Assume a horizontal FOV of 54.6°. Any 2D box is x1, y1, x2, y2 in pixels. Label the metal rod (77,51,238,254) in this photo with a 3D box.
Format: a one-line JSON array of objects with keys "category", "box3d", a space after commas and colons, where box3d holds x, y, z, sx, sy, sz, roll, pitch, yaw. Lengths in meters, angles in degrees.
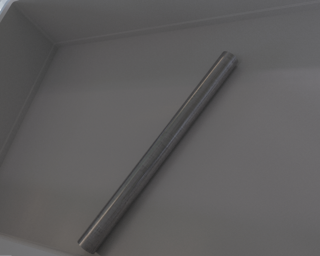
[{"category": "metal rod", "box3d": [0.003, 0.023, 0.390, 0.025, 0.025, 0.300, 30, 78, 38]}]
